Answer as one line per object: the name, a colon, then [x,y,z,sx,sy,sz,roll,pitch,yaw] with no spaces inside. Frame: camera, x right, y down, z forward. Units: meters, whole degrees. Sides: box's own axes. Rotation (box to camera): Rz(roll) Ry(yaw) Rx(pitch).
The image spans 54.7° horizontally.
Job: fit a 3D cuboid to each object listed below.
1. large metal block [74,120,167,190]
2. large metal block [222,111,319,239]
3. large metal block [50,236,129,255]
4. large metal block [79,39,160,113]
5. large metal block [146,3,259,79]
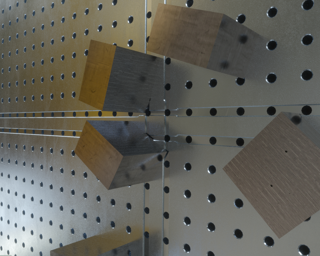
large metal block: [-0.053,0.032,0.415,0.080,0.081,0.050,39,114,33]
large metal block: [0.122,0.042,0.292,0.080,0.050,0.080,-51,60,27]
large metal block: [-0.102,0.200,0.455,0.080,0.081,0.050,-6,86,39]
large metal block: [-0.053,-0.067,0.415,0.050,0.081,0.079,24,105,37]
large metal block: [0.046,-0.092,0.334,0.080,0.081,0.050,26,107,36]
